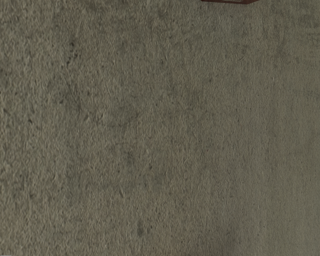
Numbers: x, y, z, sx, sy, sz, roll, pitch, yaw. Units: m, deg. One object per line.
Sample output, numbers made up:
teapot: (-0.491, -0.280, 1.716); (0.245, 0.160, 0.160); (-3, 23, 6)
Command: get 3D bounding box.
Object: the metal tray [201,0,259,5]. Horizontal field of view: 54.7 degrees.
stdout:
metal tray: (0.111, -0.250, 0.493); (0.131, 0.030, 0.089); (-16, 100, -39)
